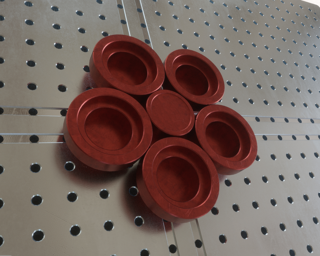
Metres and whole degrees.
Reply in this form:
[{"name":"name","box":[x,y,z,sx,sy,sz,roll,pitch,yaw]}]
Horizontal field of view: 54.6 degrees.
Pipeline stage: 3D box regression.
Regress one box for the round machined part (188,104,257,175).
[{"name":"round machined part","box":[0.081,0.019,0.428,0.099,0.042,0.098,13,56,-21]}]

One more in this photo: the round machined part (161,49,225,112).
[{"name":"round machined part","box":[0.043,-0.065,0.459,0.099,0.042,0.098,13,56,-21]}]

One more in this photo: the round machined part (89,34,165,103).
[{"name":"round machined part","box":[-0.047,-0.074,0.417,0.099,0.042,0.098,13,56,-21]}]

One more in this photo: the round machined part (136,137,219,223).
[{"name":"round machined part","box":[0.017,0.063,0.367,0.099,0.042,0.098,13,56,-21]}]

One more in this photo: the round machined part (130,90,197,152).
[{"name":"round machined part","box":[0.006,-0.011,0.406,0.099,0.042,0.098,13,56,-21]}]

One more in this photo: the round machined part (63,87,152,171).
[{"name":"round machined part","box":[-0.062,0.005,0.360,0.099,0.042,0.098,13,56,-21]}]
